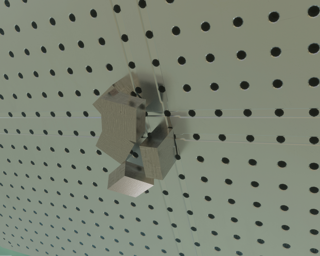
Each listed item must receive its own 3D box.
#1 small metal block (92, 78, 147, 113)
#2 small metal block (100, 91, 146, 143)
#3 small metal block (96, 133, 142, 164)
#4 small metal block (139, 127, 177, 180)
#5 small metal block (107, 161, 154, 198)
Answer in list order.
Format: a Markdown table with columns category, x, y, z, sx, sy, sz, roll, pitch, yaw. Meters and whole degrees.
| category | x | y | z | sx | sy | sz | roll | pitch | yaw |
| --- | --- | --- | --- | --- | --- | --- | --- | --- | --- |
| small metal block | -0.055 | -0.031 | 0.422 | 0.050 | 0.025 | 0.050 | 49 | 129 | -7 |
| small metal block | -0.047 | -0.015 | 0.395 | 0.050 | 0.025 | 0.050 | 16 | 125 | 19 |
| small metal block | -0.061 | 0.019 | 0.455 | 0.050 | 0.025 | 0.050 | 35 | 129 | 5 |
| small metal block | -0.001 | 0.033 | 0.417 | 0.025 | 0.050 | 0.050 | 5 | 121 | 26 |
| small metal block | -0.044 | 0.079 | 0.469 | 0.050 | 0.025 | 0.050 | 24 | 136 | -28 |
